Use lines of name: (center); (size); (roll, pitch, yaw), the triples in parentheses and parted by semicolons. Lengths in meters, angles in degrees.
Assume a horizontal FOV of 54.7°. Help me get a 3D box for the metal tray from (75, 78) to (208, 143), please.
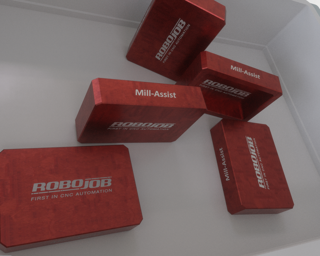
metal tray: (-0.023, -0.015, 0.360); (0.131, 0.090, 0.030); (1, 62, -28)

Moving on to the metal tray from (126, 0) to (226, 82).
metal tray: (0.018, -0.127, 0.425); (0.091, 0.129, 0.030); (21, 54, -16)

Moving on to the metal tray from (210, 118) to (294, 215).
metal tray: (0.128, 0.053, 0.438); (0.091, 0.030, 0.130); (7, 59, -25)

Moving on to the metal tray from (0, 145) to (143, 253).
metal tray: (-0.090, 0.065, 0.314); (0.131, 0.030, 0.090); (-1, 62, -29)

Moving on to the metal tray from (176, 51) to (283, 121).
metal tray: (0.095, -0.054, 0.447); (0.131, 0.090, 0.030); (13, 56, -21)
